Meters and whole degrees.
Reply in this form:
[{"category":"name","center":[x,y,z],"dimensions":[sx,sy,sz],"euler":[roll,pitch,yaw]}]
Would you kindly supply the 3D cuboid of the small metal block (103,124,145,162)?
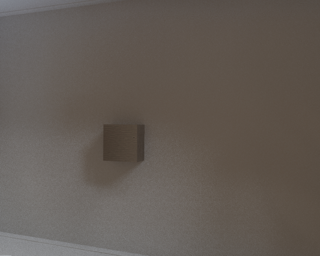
[{"category":"small metal block","center":[-0.050,0.020,0.427],"dimensions":[0.050,0.025,0.050],"euler":[1,90,19]}]
